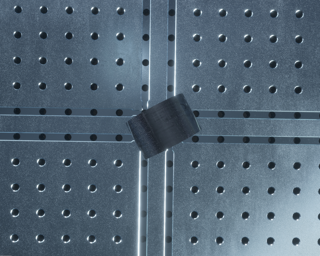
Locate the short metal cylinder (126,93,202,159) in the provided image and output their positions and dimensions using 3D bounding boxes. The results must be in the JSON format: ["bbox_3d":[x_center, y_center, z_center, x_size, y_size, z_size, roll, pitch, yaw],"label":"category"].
[{"bbox_3d":[0.005,-0.002,0.385,0.080,0.080,0.050,-28,89,0],"label":"short metal cylinder"}]
